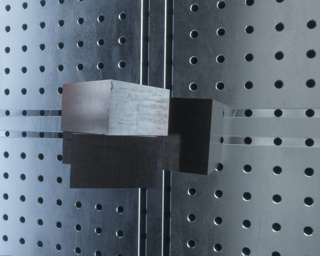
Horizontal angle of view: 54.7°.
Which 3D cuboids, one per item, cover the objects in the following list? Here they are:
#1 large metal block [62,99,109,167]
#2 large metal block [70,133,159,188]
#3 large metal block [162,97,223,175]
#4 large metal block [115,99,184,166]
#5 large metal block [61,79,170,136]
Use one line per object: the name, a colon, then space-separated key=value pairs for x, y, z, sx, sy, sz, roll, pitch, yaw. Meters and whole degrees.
large metal block: x=-0.082 y=0.005 z=0.411 sx=0.050 sy=0.080 sz=0.079 roll=2 pitch=91 yaw=20
large metal block: x=-0.051 y=0.031 z=0.329 sx=0.081 sy=0.080 sz=0.050 roll=3 pitch=91 yaw=-14
large metal block: x=0.042 y=0.008 z=0.368 sx=0.050 sy=0.080 sz=0.079 roll=4 pitch=92 yaw=20
large metal block: x=-0.015 y=0.005 z=0.401 sx=0.080 sy=0.050 sz=0.079 roll=3 pitch=91 yaw=19
large metal block: x=-0.047 y=-0.019 z=0.331 sx=0.080 sy=0.081 sz=0.050 roll=3 pitch=91 yaw=42
